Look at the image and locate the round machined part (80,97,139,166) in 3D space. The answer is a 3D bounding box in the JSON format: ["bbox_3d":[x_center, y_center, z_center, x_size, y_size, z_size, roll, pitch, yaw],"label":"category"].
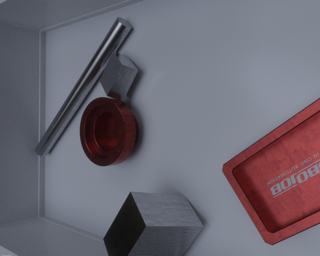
[{"bbox_3d":[-0.070,0.005,0.451,0.098,0.042,0.097,0,90,39],"label":"round machined part"}]

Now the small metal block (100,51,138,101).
[{"bbox_3d":[-0.060,-0.075,0.444,0.050,0.025,0.050,-60,35,22],"label":"small metal block"}]

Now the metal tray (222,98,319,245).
[{"bbox_3d":[0.134,0.041,0.292,0.129,0.030,0.090,-42,65,31],"label":"metal tray"}]

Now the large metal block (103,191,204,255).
[{"bbox_3d":[-0.009,0.125,0.369,0.080,0.081,0.050,-61,38,22],"label":"large metal block"}]

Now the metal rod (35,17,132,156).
[{"bbox_3d":[-0.138,-0.054,0.517,0.299,0.025,0.025,-48,62,29],"label":"metal rod"}]
